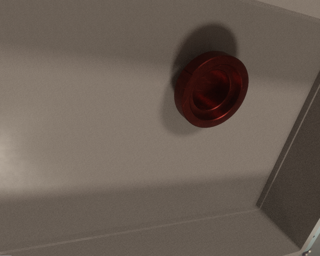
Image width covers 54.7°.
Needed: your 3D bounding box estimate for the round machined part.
[{"bbox_3d":[0.061,-0.052,0.401,0.099,0.042,0.097,-14,125,-21],"label":"round machined part"}]
